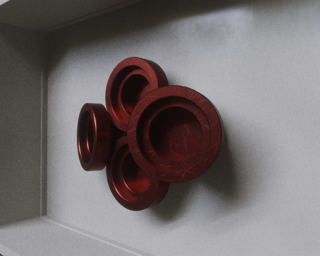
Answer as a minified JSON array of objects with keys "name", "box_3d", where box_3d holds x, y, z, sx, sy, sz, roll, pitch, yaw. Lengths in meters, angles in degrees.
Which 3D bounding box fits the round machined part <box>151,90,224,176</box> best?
[{"name":"round machined part","box_3d":[0.025,0.006,0.359,0.098,0.042,0.097,0,89,17]}]

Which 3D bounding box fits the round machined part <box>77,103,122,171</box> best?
[{"name":"round machined part","box_3d":[-0.088,0.013,0.453,0.098,0.042,0.097,-1,88,61]}]

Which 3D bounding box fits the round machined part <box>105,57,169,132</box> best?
[{"name":"round machined part","box_3d":[-0.025,-0.042,0.414,0.098,0.042,0.097,0,90,40]}]

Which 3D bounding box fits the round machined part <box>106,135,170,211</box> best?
[{"name":"round machined part","box_3d":[-0.023,0.057,0.412,0.098,0.042,0.097,0,90,40]}]

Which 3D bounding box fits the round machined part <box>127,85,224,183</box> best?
[{"name":"round machined part","box_3d":[0.018,0.006,0.328,0.098,0.042,0.097,0,90,18]}]
